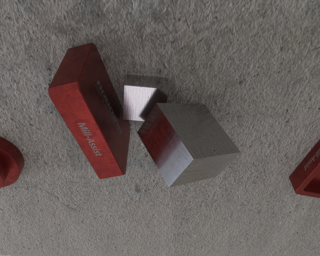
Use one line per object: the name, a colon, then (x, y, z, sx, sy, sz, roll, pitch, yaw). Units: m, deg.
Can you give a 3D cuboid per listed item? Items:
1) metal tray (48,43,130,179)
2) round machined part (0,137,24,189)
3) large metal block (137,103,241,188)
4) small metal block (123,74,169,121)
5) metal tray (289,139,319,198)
metal tray: (-0.071, -0.017, 0.349, 0.030, 0.090, 0.129, -12, 129, 10)
round machined part: (-0.251, 0.055, 0.440, 0.099, 0.042, 0.097, 0, 130, 0)
large metal block: (0.033, 0.017, 0.366, 0.081, 0.080, 0.050, -3, 139, -41)
small metal block: (-0.018, -0.035, 0.377, 0.050, 0.025, 0.050, 5, 130, -4)
metal tray: (0.263, 0.052, 0.450, 0.091, 0.030, 0.129, 11, 129, -10)
